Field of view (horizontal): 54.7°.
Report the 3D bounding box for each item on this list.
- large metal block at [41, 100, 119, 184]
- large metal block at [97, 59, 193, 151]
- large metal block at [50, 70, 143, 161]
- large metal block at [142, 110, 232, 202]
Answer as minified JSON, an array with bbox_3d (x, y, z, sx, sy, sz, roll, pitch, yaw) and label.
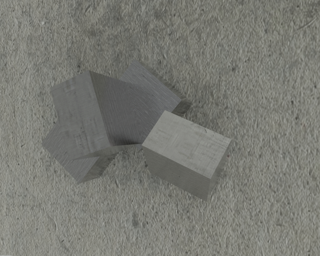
[{"bbox_3d":[-0.102,0.017,0.432,0.080,0.050,0.080,42,103,15],"label":"large metal block"},{"bbox_3d":[-0.019,-0.029,0.401,0.080,0.050,0.080,43,103,16],"label":"large metal block"},{"bbox_3d":[-0.067,-0.012,0.350,0.050,0.080,0.080,-20,82,20],"label":"large metal block"},{"bbox_3d":[0.031,0.034,0.361,0.080,0.080,0.050,25,66,18],"label":"large metal block"}]
